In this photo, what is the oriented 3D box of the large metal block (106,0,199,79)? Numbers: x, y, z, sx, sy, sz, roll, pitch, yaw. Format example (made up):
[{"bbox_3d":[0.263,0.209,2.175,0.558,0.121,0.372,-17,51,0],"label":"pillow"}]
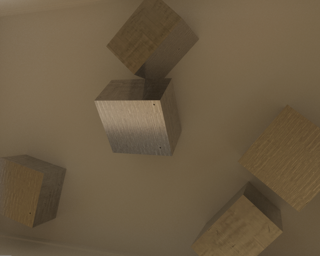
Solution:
[{"bbox_3d":[-0.006,-0.106,0.382,0.050,0.080,0.080,47,104,14],"label":"large metal block"}]

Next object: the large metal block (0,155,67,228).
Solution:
[{"bbox_3d":[-0.197,0.091,0.465,0.080,0.050,0.079,15,95,19],"label":"large metal block"}]

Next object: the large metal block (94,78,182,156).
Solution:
[{"bbox_3d":[-0.023,-0.014,0.385,0.080,0.050,0.080,1,127,19],"label":"large metal block"}]

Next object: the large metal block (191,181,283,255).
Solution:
[{"bbox_3d":[0.089,0.112,0.350,0.050,0.080,0.080,44,103,14],"label":"large metal block"}]

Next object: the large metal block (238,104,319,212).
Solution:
[{"bbox_3d":[0.147,0.031,0.345,0.080,0.050,0.080,41,103,15],"label":"large metal block"}]
